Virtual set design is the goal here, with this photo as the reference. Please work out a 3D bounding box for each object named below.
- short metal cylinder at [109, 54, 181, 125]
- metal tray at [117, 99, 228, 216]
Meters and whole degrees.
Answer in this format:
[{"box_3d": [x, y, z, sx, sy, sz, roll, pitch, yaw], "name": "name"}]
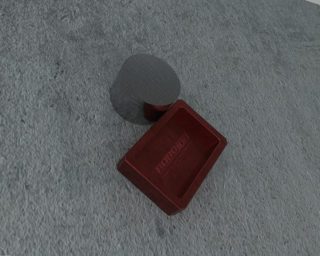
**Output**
[{"box_3d": [-0.020, -0.050, 0.408, 0.081, 0.050, 0.080, 14, 56, -21], "name": "short metal cylinder"}, {"box_3d": [0.020, 0.032, 0.391, 0.090, 0.030, 0.131, 42, 51, 0], "name": "metal tray"}]
